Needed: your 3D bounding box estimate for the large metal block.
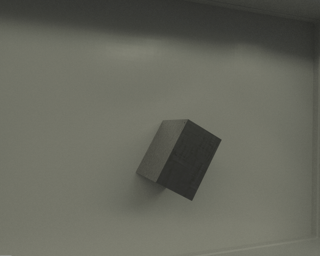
[{"bbox_3d":[0.020,0.036,0.390,0.050,0.080,0.080,31,80,-18],"label":"large metal block"}]
